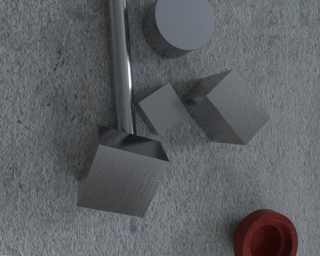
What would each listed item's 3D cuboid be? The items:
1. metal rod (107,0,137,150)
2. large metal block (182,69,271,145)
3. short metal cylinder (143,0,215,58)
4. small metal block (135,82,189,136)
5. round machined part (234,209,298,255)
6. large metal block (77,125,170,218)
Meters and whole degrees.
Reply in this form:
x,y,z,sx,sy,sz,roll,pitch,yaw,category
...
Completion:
x,y,z,sx,sy,sz,roll,pitch,yaw,category
-0.051,-0.122,0.390,0.025,0.025,0.298,-5,92,-20,metal rod
0.083,-0.025,0.412,0.050,0.080,0.080,-45,104,-15,large metal block
0.023,-0.136,0.405,0.081,0.050,0.079,0,90,-21,short metal cylinder
0.001,-0.025,0.411,0.050,0.025,0.050,-36,102,-17,small metal block
0.150,0.168,0.458,0.099,0.042,0.097,0,90,-21,round machined part
-0.046,0.052,0.364,0.081,0.050,0.079,16,110,-20,large metal block
